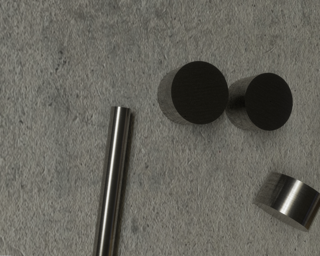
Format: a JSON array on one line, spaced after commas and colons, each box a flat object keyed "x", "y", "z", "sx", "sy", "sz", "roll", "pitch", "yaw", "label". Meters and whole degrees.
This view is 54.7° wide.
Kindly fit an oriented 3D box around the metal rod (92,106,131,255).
[{"x": -0.067, "y": 0.123, "z": 0.384, "sx": 0.025, "sy": 0.025, "sz": 0.298, "roll": 8, "pitch": 87, "yaw": -20, "label": "metal rod"}]

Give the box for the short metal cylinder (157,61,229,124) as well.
[{"x": 0.043, "y": -0.044, "z": 0.411, "sx": 0.081, "sy": 0.050, "sz": 0.079, "roll": 0, "pitch": 90, "yaw": -20, "label": "short metal cylinder"}]

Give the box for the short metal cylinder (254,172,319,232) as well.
[{"x": 0.186, "y": 0.106, "z": 0.448, "sx": 0.080, "sy": 0.080, "sz": 0.050, "roll": 36, "pitch": 79, "yaw": -17, "label": "short metal cylinder"}]

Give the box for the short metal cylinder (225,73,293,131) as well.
[{"x": 0.142, "y": -0.036, "z": 0.448, "sx": 0.081, "sy": 0.050, "sz": 0.079, "roll": 0, "pitch": 90, "yaw": -20, "label": "short metal cylinder"}]
